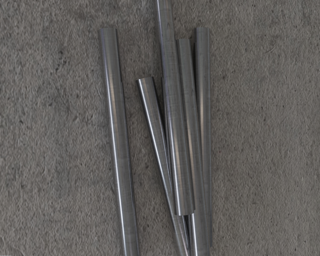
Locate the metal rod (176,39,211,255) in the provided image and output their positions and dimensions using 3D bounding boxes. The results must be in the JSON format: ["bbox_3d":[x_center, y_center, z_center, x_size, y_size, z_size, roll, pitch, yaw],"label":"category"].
[{"bbox_3d":[0.042,0.032,0.411,0.025,0.025,0.298,-4,87,-20],"label":"metal rod"}]

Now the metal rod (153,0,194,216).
[{"bbox_3d":[0.015,-0.041,0.398,0.025,0.025,0.298,-4,86,-20],"label":"metal rod"}]

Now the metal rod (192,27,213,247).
[{"bbox_3d":[0.059,0.013,0.430,0.025,0.025,0.298,-1,90,-20],"label":"metal rod"}]

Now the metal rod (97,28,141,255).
[{"bbox_3d":[-0.050,0.027,0.390,0.025,0.025,0.298,-7,92,-20],"label":"metal rod"}]

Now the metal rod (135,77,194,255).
[{"bbox_3d":[0.014,0.081,0.414,0.025,0.025,0.298,-15,95,-19],"label":"metal rod"}]
